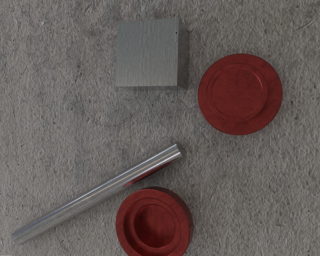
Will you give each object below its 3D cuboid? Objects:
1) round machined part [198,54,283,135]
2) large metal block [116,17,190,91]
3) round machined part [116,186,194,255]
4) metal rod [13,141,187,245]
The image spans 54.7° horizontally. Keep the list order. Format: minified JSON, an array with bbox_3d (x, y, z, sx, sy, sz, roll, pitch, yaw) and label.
[{"bbox_3d":[0.093,-0.040,0.367,0.098,0.042,0.097,0,90,20],"label":"round machined part"},{"bbox_3d":[-0.008,-0.091,0.399,0.080,0.050,0.080,2,91,20],"label":"large metal block"},{"bbox_3d":[-0.004,0.124,0.401,0.098,0.042,0.097,0,90,20],"label":"round machined part"},{"bbox_3d":[-0.096,0.099,0.442,0.300,0.025,0.025,-30,80,17],"label":"metal rod"}]
